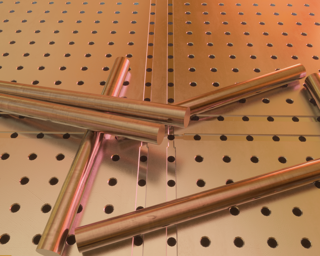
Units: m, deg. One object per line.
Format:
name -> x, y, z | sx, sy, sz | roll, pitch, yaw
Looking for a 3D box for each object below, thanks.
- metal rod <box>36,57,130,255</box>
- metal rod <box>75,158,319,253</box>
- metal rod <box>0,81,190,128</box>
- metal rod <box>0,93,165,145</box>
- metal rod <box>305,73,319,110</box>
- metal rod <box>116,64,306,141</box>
metal rod -> -0.085, 0.010, 0.399 | 0.025, 0.025, 0.300 | 7, 50, 6
metal rod -> 0.061, 0.079, 0.341 | 0.302, 0.025, 0.025 | -13, 51, -11
metal rod -> -0.109, -0.036, 0.409 | 0.301, 0.025, 0.025 | 10, 50, 19
metal rod -> -0.139, -0.020, 0.399 | 0.301, 0.025, 0.025 | 11, 51, 18
metal rod -> 0.243, 0.040, 0.374 | 0.025, 0.025, 0.300 | -3, 50, -2
metal rod -> 0.080, -0.042, 0.442 | 0.302, 0.025, 0.025 | -19, 53, -15
